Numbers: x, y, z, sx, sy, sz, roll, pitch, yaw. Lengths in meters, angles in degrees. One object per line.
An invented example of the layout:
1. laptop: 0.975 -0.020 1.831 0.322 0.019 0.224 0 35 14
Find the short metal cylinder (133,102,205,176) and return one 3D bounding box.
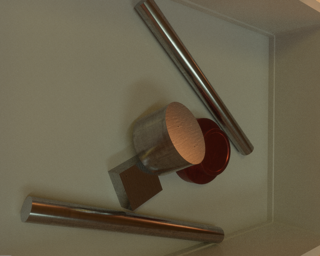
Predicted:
1. short metal cylinder: 0.013 0.014 0.383 0.080 0.050 0.080 34 43 -39

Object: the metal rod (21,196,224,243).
1. metal rod: -0.019 0.123 0.392 0.302 0.025 0.025 22 76 -38

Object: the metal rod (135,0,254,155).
1. metal rod: 0.064 -0.061 0.462 0.300 0.025 0.025 49 61 -29

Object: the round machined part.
1. round machined part: 0.066 0.034 0.454 0.099 0.042 0.097 0 90 -40

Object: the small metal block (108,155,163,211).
1. small metal block: -0.030 0.066 0.384 0.050 0.025 0.050 -29 108 -37
